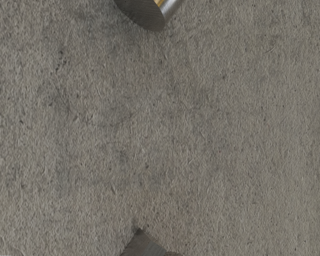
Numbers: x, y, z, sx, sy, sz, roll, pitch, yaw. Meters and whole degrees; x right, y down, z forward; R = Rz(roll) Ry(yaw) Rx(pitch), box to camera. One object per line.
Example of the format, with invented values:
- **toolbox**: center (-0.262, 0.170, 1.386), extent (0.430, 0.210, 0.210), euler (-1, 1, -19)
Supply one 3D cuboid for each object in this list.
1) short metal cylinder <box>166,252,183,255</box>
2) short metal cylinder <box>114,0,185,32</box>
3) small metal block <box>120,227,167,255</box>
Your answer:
- **short metal cylinder**: center (0.017, 0.210, 0.402), extent (0.081, 0.050, 0.079), euler (0, 90, -20)
- **short metal cylinder**: center (-0.013, -0.164, 0.374), extent (0.080, 0.080, 0.050), euler (38, 78, -16)
- **small metal block**: center (-0.024, 0.160, 0.387), extent (0.025, 0.050, 0.050), euler (39, 78, -16)
